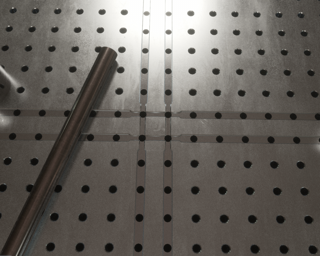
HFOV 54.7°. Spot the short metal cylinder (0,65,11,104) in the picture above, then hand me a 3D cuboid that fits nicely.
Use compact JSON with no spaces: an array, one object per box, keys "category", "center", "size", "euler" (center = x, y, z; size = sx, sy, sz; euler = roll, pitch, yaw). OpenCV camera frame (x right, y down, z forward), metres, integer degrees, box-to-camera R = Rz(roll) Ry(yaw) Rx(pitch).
[{"category":"short metal cylinder","center":[-0.255,-0.067,0.420],"size":[0.081,0.050,0.080],"euler":[0,70,0]}]

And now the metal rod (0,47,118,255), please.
[{"category":"metal rod","center":[-0.123,0.022,0.402],"size":[0.025,0.025,0.300],"euler":[18,71,6]}]
